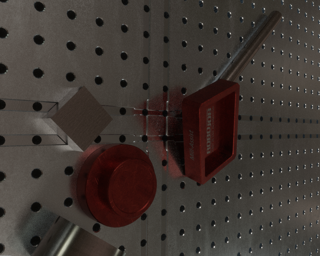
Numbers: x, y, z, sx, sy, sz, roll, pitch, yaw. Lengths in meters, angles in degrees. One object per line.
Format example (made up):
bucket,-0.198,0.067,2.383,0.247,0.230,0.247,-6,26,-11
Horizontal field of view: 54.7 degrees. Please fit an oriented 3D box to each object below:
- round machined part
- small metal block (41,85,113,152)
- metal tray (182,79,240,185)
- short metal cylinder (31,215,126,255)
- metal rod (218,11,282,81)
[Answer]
round machined part,-0.043,0.068,0.364,0.099,0.042,0.097,0,90,-40
small metal block,-0.088,-0.010,0.336,0.050,0.025,0.050,53,59,-27
metal tray,0.074,0.005,0.443,0.091,0.030,0.129,-30,128,-36
short metal cylinder,-0.081,0.129,0.307,0.080,0.080,0.050,44,63,-31
metal rod,0.140,-0.114,0.528,0.301,0.025,0.025,-50,120,-28
